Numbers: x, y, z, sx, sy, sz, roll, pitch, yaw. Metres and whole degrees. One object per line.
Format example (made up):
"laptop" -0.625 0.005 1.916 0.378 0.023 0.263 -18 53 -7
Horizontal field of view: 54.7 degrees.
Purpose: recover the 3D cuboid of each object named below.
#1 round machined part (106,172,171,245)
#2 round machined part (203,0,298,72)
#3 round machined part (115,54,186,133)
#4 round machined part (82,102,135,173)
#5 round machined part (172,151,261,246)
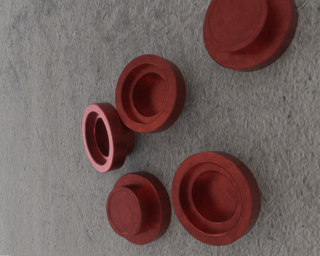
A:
"round machined part" -0.036 0.111 0.424 0.098 0.042 0.097 0 90 40
"round machined part" 0.086 -0.110 0.323 0.098 0.042 0.097 0 90 40
"round machined part" -0.008 -0.042 0.398 0.098 0.042 0.097 -2 86 36
"round machined part" -0.071 0.011 0.442 0.098 0.042 0.097 18 113 51
"round machined part" 0.064 0.074 0.341 0.098 0.042 0.097 0 90 40
